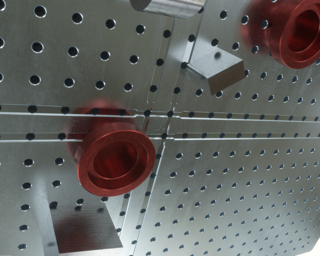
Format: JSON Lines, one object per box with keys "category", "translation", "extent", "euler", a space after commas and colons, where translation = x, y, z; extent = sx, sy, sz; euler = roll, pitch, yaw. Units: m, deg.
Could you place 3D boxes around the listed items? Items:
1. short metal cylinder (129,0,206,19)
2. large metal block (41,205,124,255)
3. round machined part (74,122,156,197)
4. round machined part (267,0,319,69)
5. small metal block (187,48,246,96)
{"category": "short metal cylinder", "translation": [0.008, -0.147, 0.289], "extent": [0.050, 0.080, 0.079], "euler": [-1, 119, -28]}
{"category": "large metal block", "translation": [-0.105, 0.149, 0.410], "extent": [0.081, 0.080, 0.050], "euler": [8, 114, -32]}
{"category": "round machined part", "translation": [-0.058, 0.035, 0.390], "extent": [0.099, 0.042, 0.097], "euler": [-14, 124, -21]}
{"category": "round machined part", "translation": [0.187, -0.133, 0.420], "extent": [0.099, 0.042, 0.097], "euler": [-14, 124, -21]}
{"category": "small metal block", "translation": [0.070, -0.072, 0.389], "extent": [0.050, 0.050, 0.025], "euler": [-29, 128, -10]}
